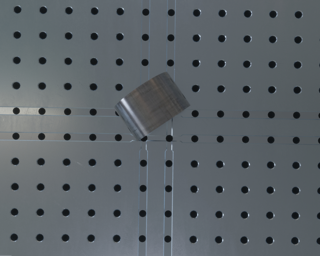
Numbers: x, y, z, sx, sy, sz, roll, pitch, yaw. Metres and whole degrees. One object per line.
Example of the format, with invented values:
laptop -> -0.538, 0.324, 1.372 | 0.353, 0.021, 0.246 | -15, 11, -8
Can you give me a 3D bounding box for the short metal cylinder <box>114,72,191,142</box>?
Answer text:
short metal cylinder -> -0.009, -0.026, 0.386 | 0.080, 0.080, 0.050 | -34, 90, 0
